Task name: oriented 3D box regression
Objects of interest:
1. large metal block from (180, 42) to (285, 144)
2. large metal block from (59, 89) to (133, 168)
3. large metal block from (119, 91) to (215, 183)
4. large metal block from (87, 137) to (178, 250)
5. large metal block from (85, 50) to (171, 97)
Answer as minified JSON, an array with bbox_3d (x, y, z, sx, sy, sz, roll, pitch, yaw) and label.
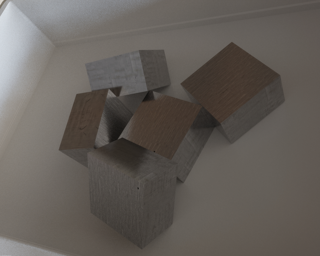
[{"bbox_3d":[0.085,-0.043,0.368,0.080,0.050,0.080,-39,51,1],"label":"large metal block"},{"bbox_3d":[-0.074,0.008,0.401,0.050,0.080,0.080,-5,59,25],"label":"large metal block"},{"bbox_3d":[0.007,0.008,0.379,0.080,0.050,0.080,21,73,35],"label":"large metal block"},{"bbox_3d":[-0.031,0.067,0.334,0.080,0.079,0.050,22,31,34],"label":"large metal block"},{"bbox_3d":[-0.041,-0.074,0.426,0.080,0.080,0.050,-8,100,25],"label":"large metal block"}]
